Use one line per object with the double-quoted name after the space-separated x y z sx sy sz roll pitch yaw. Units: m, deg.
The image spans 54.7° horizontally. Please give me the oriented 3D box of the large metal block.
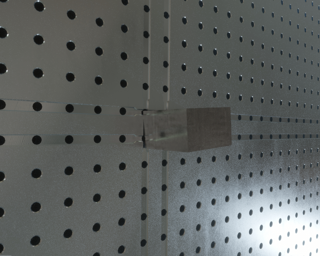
0.036 0.000 0.405 0.081 0.080 0.050 -5 93 -40 "large metal block"
